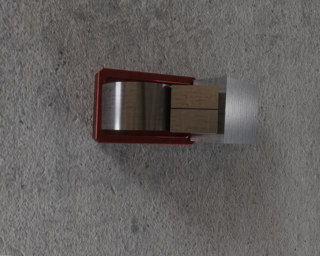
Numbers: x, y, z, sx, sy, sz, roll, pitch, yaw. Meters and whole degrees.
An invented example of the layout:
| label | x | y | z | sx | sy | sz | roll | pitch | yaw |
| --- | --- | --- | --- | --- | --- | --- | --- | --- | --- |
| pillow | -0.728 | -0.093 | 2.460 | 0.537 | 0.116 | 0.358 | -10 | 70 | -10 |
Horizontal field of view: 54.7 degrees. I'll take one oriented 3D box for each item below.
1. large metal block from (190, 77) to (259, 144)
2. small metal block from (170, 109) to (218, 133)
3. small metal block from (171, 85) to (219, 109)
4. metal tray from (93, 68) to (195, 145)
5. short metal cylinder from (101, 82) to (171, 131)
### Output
| label | x | y | z | sx | sy | sz | roll | pitch | yaw |
| --- | --- | --- | --- | --- | --- | --- | --- | --- | --- |
| large metal block | 0.088 | -0.020 | 0.414 | 0.081 | 0.050 | 0.080 | 4 | 89 | -46 |
| small metal block | 0.039 | -0.007 | 0.355 | 0.050 | 0.050 | 0.025 | 2 | 88 | 6 |
| small metal block | 0.040 | -0.032 | 0.356 | 0.050 | 0.050 | 0.025 | 2 | 88 | 6 |
| metal tray | -0.018 | -0.025 | 0.401 | 0.131 | 0.030 | 0.089 | 2 | 89 | -20 |
| short metal cylinder | -0.026 | -0.023 | 0.358 | 0.081 | 0.080 | 0.050 | 1 | 90 | -20 |
